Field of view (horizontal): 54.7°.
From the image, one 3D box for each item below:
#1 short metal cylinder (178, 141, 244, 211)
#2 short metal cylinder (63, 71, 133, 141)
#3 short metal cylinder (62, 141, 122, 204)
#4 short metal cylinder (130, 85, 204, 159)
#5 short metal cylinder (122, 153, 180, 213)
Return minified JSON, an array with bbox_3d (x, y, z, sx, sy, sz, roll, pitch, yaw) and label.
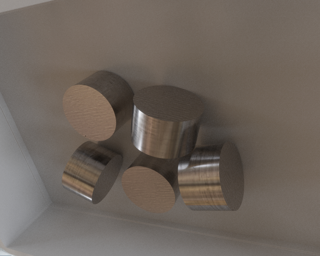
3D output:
[{"bbox_3d":[0.063,0.059,0.373,0.050,0.080,0.080,-9,114,32],"label":"short metal cylinder"},{"bbox_3d":[-0.080,-0.030,0.412,0.080,0.050,0.079,13,124,20],"label":"short metal cylinder"},{"bbox_3d":[-0.099,0.066,0.461,0.050,0.080,0.079,24,127,13],"label":"short metal cylinder"},{"bbox_3d":[0.007,-0.009,0.362,0.080,0.080,0.050,20,126,16],"label":"short metal cylinder"},{"bbox_3d":[-0.006,0.073,0.437,0.080,0.050,0.079,13,124,20],"label":"short metal cylinder"}]
